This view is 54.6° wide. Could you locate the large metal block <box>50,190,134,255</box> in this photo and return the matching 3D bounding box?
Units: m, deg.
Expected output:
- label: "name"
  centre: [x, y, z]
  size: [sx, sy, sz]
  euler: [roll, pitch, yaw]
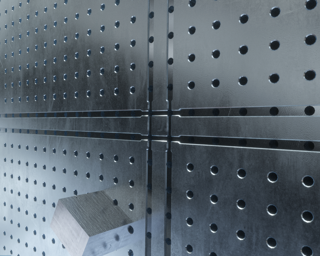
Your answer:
- label: "large metal block"
  centre: [-0.101, 0.142, 0.458]
  size: [0.080, 0.081, 0.050]
  euler: [36, 112, 34]
